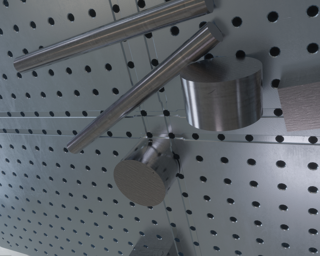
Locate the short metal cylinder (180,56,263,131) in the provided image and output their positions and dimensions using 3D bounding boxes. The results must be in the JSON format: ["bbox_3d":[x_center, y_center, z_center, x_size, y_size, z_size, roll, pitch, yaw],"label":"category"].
[{"bbox_3d":[0.064,-0.038,0.319,0.080,0.080,0.050,4,120,26],"label":"short metal cylinder"}]

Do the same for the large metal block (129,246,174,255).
[{"bbox_3d":[-0.010,0.266,0.565,0.080,0.050,0.080,-11,113,33],"label":"large metal block"}]

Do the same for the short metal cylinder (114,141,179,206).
[{"bbox_3d":[-0.019,0.065,0.445,0.080,0.050,0.079,13,124,21],"label":"short metal cylinder"}]

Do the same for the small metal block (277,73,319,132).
[{"bbox_3d":[0.152,-0.026,0.315,0.050,0.025,0.050,-8,115,31],"label":"small metal block"}]

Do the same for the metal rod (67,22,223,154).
[{"bbox_3d":[-0.041,-0.034,0.411,0.299,0.025,0.025,-33,100,38],"label":"metal rod"}]

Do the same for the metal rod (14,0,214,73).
[{"bbox_3d":[-0.079,-0.110,0.384,0.300,0.025,0.025,-7,115,31],"label":"metal rod"}]
